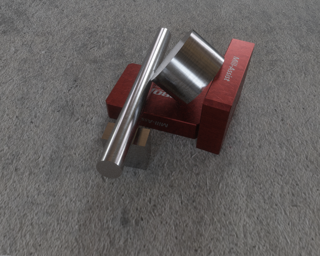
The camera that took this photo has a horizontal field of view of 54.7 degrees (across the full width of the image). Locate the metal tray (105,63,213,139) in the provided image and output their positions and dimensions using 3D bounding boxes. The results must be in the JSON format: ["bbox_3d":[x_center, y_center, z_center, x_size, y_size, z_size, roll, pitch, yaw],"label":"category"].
[{"bbox_3d":[0.002,-0.041,0.435,0.131,0.030,0.090,14,51,11],"label":"metal tray"}]

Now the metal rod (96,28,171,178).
[{"bbox_3d":[-0.021,-0.057,0.402,0.025,0.025,0.300,8,41,6],"label":"metal rod"}]

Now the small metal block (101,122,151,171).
[{"bbox_3d":[-0.038,0.023,0.369,0.050,0.050,0.025,10,51,8],"label":"small metal block"}]

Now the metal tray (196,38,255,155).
[{"bbox_3d":[0.085,-0.042,0.399,0.030,0.089,0.130,18,52,14],"label":"metal tray"}]

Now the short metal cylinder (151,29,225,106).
[{"bbox_3d":[0.033,-0.075,0.384,0.050,0.080,0.080,38,53,-12],"label":"short metal cylinder"}]
